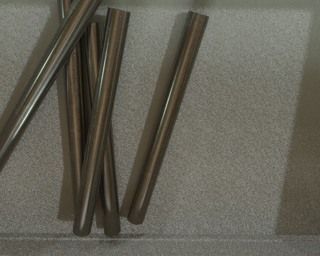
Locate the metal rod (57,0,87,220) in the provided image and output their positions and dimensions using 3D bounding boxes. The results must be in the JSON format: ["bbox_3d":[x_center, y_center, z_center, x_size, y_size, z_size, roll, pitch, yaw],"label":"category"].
[{"bbox_3d":[-0.109,-0.011,0.406,0.025,0.025,0.298,1,110,-1],"label":"metal rod"}]

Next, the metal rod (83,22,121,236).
[{"bbox_3d":[-0.075,0.016,0.416,0.025,0.025,0.298,-1,110,0],"label":"metal rod"}]

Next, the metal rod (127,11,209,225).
[{"bbox_3d":[0.005,0.001,0.411,0.025,0.025,0.298,15,109,-6],"label":"metal rod"}]

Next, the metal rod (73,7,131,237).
[{"bbox_3d":[-0.077,0.008,0.385,0.025,0.025,0.298,12,110,-5],"label":"metal rod"}]

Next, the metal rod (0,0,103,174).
[{"bbox_3d":[-0.153,-0.041,0.376,0.025,0.025,0.299,34,113,-12],"label":"metal rod"}]
